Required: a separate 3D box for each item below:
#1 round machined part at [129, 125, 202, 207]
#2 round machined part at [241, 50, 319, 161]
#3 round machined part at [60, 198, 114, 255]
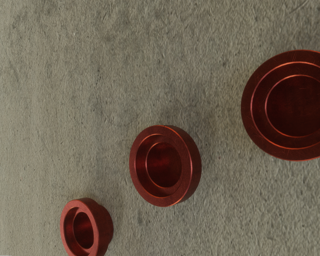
[{"bbox_3d":[0.011,0.045,0.385,0.098,0.042,0.097,0,90,40],"label":"round machined part"},{"bbox_3d":[0.130,-0.020,0.287,0.098,0.042,0.097,0,90,40],"label":"round machined part"},{"bbox_3d":[-0.111,0.158,0.486,0.098,0.042,0.097,0,90,40],"label":"round machined part"}]
